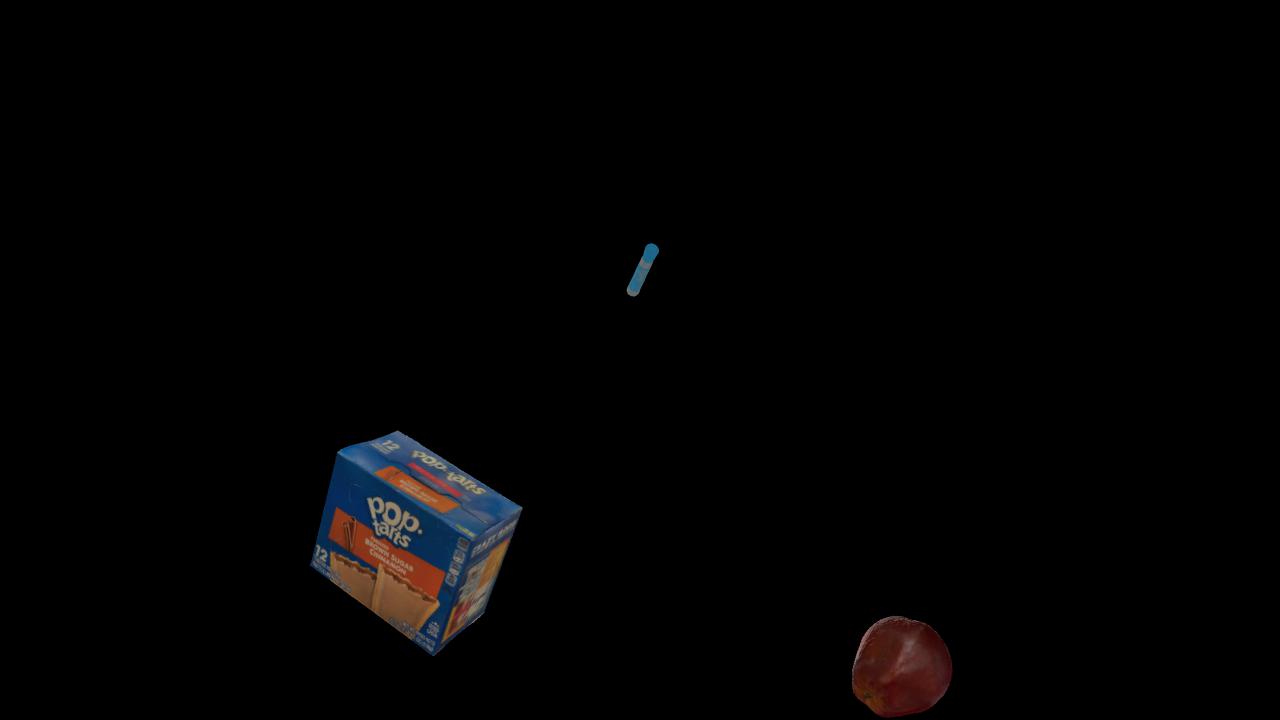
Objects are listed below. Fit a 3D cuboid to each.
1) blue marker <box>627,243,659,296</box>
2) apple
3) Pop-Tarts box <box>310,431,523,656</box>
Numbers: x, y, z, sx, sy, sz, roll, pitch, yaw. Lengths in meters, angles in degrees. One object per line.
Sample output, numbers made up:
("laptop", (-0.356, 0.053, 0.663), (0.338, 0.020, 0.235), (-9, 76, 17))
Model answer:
("blue marker", (0.003, -0.124, 0.852), (0.020, 0.020, 0.121), (0, -22, -15))
("apple", (0.239, 0.282, 0.565), (0.093, 0.079, 0.079), (-27, 14, -28))
("Pop-Tarts box", (-0.225, 0.177, 0.614), (0.167, 0.141, 0.083), (27, 18, 15))
